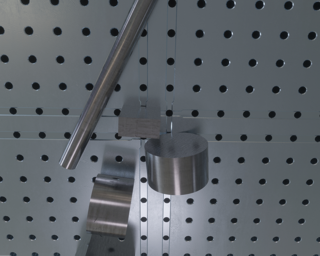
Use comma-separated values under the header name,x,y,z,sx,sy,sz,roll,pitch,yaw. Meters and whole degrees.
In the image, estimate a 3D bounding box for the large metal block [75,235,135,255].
name,x,y,z,sx,sy,sz,roll,pitch,yaw
large metal block,-0.088,0.217,0.463,0.080,0.080,0.050,34,107,-12

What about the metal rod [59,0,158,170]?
name,x,y,z,sx,sy,sz,roll,pitch,yaw
metal rod,-0.058,-0.074,0.385,0.025,0.025,0.298,26,108,-10

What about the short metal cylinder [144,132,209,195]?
name,x,y,z,sx,sy,sz,roll,pitch,yaw
short metal cylinder,0.022,0.043,0.400,0.080,0.080,0.050,-4,110,1

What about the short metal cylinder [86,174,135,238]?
name,x,y,z,sx,sy,sz,roll,pitch,yaw
short metal cylinder,-0.066,0.106,0.422,0.050,0.080,0.079,9,110,-4

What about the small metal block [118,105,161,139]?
name,x,y,z,sx,sy,sz,roll,pitch,yaw
small metal block,-0.025,-0.009,0.397,0.050,0.050,0.025,4,110,-2
